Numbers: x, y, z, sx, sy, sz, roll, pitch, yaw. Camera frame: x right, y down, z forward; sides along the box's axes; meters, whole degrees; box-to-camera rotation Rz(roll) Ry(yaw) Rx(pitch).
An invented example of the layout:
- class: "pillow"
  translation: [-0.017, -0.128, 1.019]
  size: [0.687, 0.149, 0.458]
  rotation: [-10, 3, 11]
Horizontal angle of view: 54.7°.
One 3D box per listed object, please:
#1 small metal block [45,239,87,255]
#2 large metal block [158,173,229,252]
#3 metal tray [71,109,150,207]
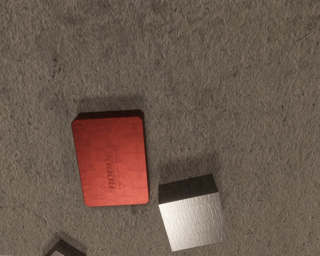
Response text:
- class: "small metal block"
  translation: [-0.153, 0.211, 0.486]
  size: [0.050, 0.025, 0.050]
  rotation: [40, 105, -14]
- class: "large metal block"
  translation: [0.047, 0.120, 0.441]
  size: [0.080, 0.050, 0.080]
  rotation: [-13, 110, 4]
- class: "metal tray"
  translation: [-0.063, 0.043, 0.422]
  size: [0.091, 0.030, 0.129]
  rotation: [-3, 110, 0]
